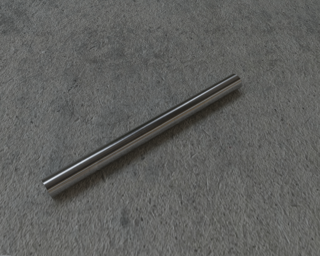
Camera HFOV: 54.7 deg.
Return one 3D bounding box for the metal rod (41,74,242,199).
[{"bbox_3d":[-0.006,-0.001,0.406,0.302,0.025,0.025,-30,57,-23],"label":"metal rod"}]
